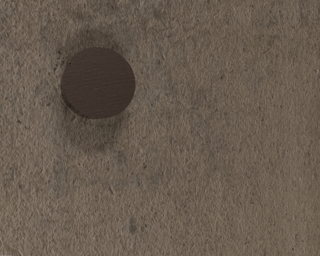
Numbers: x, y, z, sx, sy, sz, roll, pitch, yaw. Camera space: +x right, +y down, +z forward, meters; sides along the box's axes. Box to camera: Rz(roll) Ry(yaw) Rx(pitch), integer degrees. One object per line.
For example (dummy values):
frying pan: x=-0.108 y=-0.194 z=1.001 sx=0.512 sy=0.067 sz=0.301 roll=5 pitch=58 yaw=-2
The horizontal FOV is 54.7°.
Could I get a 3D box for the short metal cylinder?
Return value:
short metal cylinder: x=-0.075 y=-0.051 z=0.369 sx=0.081 sy=0.050 sz=0.079 roll=0 pitch=90 yaw=-21
